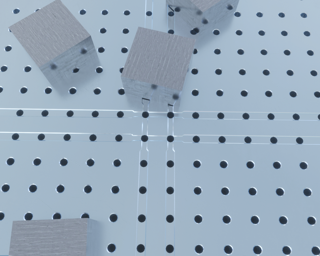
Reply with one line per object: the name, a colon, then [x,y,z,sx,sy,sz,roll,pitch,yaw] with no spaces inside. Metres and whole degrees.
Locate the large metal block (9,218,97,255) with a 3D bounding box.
large metal block: [-0.117,0.145,0.345,0.080,0.050,0.080,-2,70,-1]

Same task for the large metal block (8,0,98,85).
large metal block: [-0.150,-0.122,0.442,0.080,0.050,0.080,-37,74,-12]

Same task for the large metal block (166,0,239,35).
large metal block: [0.066,-0.205,0.474,0.080,0.050,0.080,-37,74,-13]

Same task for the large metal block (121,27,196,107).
large metal block: [-0.001,-0.084,0.429,0.080,0.050,0.080,14,71,5]
